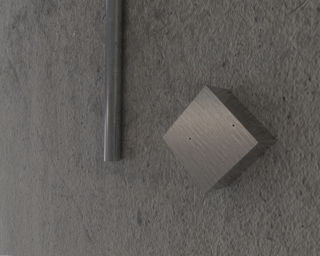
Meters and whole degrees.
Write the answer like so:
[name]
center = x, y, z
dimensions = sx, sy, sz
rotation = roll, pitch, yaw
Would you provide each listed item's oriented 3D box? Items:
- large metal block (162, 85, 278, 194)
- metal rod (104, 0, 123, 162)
[large metal block]
center = 0.062, 0.012, 0.337
dimensions = 0.080, 0.050, 0.080
rotation = -51, 60, 27
[metal rod]
center = -0.069, -0.100, 0.461
dimensions = 0.025, 0.025, 0.298
rotation = 2, 91, 40
